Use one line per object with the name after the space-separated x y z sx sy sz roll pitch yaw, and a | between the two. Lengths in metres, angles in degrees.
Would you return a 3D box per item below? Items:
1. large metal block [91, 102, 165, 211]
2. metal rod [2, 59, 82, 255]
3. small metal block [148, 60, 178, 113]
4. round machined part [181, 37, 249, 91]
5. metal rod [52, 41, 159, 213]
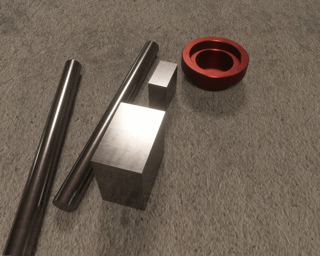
-0.030 0.032 0.340 0.050 0.080 0.080 13 51 10 | large metal block
-0.136 0.018 0.386 0.025 0.025 0.300 1 50 0 | metal rod
0.005 -0.058 0.436 0.025 0.050 0.050 15 52 12 | small metal block
0.082 -0.094 0.472 0.099 0.042 0.098 0 50 0 | round machined part
-0.058 -0.025 0.423 0.025 0.025 0.300 14 51 11 | metal rod
